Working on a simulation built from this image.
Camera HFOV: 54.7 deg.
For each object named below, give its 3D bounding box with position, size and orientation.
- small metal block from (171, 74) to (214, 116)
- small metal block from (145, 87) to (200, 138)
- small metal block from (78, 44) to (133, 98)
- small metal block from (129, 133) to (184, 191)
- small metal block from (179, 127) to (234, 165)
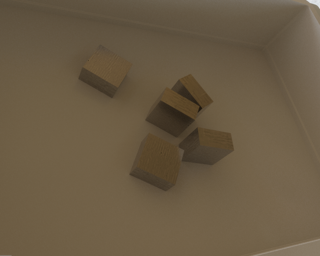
[{"bbox_3d":[0.038,-0.038,0.433,0.025,0.050,0.050,-31,79,-38],"label":"small metal block"},{"bbox_3d":[0.016,-0.019,0.410,0.050,0.050,0.025,29,52,-10],"label":"small metal block"},{"bbox_3d":[-0.072,-0.076,0.413,0.050,0.025,0.050,30,52,-9],"label":"small metal block"},{"bbox_3d":[-0.003,0.042,0.378,0.050,0.025,0.050,27,52,-11],"label":"small metal block"},{"bbox_3d":[0.060,0.025,0.406,0.050,0.050,0.025,10,58,-23],"label":"small metal block"}]
